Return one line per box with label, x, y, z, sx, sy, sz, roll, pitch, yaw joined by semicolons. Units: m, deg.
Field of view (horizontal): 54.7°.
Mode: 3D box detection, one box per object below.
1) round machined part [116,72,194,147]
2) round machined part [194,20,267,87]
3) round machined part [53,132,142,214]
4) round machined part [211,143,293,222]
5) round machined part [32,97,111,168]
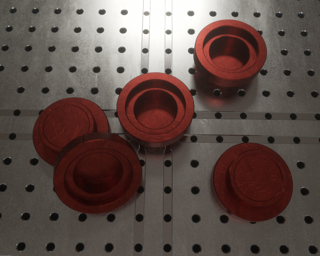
round machined part;-0.006;-0.021;0.410;0.099;0.042;0.098;0;70;-1
round machined part;0.097;-0.101;0.441;0.099;0.042;0.098;0;70;-1
round machined part;-0.074;0.049;0.366;0.099;0.097;0.042;-22;28;-8
round machined part;0.115;0.064;0.381;0.099;0.042;0.098;0;70;-1
round machined part;-0.115;0.004;0.400;0.099;0.042;0.098;0;70;-1
